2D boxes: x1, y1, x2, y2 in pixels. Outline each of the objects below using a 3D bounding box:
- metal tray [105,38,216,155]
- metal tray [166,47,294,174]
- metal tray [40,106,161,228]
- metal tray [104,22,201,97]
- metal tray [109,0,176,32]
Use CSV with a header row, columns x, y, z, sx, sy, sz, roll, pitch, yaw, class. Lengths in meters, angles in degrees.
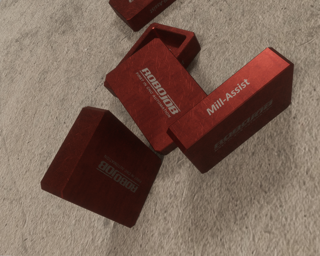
x,y,z,sx,sy,sz,roll,pitch,yaw,class
0.000,-0.042,0.399,0.090,0.030,0.130,-37,70,3,metal tray
0.078,-0.013,0.326,0.130,0.090,0.030,-39,61,1,metal tray
-0.053,0.047,0.334,0.030,0.130,0.090,12,68,33,metal tray
-0.012,-0.093,0.462,0.090,0.030,0.130,28,77,37,metal tray
-0.019,-0.241,0.557,0.130,0.030,0.090,-39,51,1,metal tray
